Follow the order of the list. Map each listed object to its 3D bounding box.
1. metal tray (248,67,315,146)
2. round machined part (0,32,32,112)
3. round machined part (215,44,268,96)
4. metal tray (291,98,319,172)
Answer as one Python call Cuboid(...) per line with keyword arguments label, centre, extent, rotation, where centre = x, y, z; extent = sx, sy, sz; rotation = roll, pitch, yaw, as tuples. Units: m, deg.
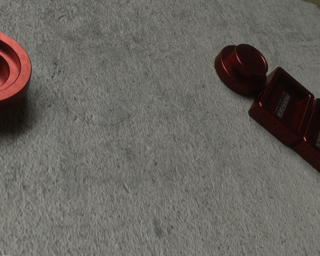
Cuboid(label="metal tray", centre=(0.217, -0.042, 0.545), extent=(0.090, 0.030, 0.131), rotation=(40, 51, -2))
Cuboid(label="round machined part", centre=(-0.190, -0.056, 0.325), extent=(0.099, 0.042, 0.098), rotation=(14, 56, -21))
Cuboid(label="round machined part", centre=(0.148, -0.108, 0.541), extent=(0.099, 0.042, 0.098), rotation=(14, 56, -21))
Cuboid(label="metal tray", centre=(0.291, 0.015, 0.551), extent=(0.090, 0.030, 0.131), rotation=(41, 51, -1))
